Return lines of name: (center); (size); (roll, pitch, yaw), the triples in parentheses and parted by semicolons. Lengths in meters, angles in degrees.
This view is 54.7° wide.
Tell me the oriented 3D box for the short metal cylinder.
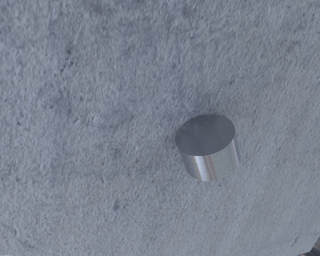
short metal cylinder: (0.066, 0.026, 0.425); (0.080, 0.080, 0.050); (-29, 129, -10)
